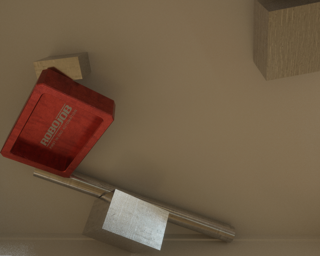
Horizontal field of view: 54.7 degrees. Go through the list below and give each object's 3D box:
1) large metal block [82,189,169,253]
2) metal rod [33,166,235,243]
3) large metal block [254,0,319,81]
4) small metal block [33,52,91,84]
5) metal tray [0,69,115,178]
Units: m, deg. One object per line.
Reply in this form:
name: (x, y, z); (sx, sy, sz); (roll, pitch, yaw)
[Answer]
large metal block: (-0.047, 0.128, 0.416); (0.080, 0.050, 0.080); (28, 146, -18)
metal rod: (-0.031, 0.109, 0.451); (0.302, 0.025, 0.025); (21, 109, -8)
large metal block: (0.153, -0.107, 0.349); (0.080, 0.050, 0.080); (-10, 128, 3)
small metal block: (-0.114, -0.073, 0.369); (0.050, 0.050, 0.025); (-7, 110, 2)
metal tray: (-0.125, 0.001, 0.377); (0.090, 0.030, 0.129); (26, 125, -25)
